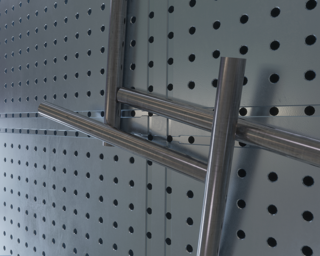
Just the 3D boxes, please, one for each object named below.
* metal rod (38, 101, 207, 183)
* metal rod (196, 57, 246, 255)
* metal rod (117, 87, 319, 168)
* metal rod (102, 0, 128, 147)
[{"bbox_3d":[-0.066,0.011,0.436,0.300,0.025,0.025,19,102,29],"label":"metal rod"},{"bbox_3d":[0.060,0.076,0.338,0.025,0.025,0.298,15,107,39],"label":"metal rod"},{"bbox_3d":[0.058,-0.008,0.362,0.300,0.025,0.025,20,103,38],"label":"metal rod"},{"bbox_3d":[-0.065,-0.122,0.464,0.025,0.025,0.298,6,94,40],"label":"metal rod"}]
